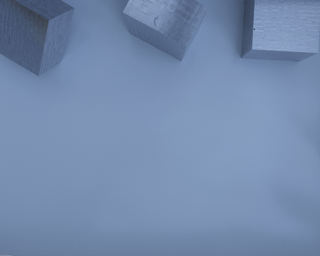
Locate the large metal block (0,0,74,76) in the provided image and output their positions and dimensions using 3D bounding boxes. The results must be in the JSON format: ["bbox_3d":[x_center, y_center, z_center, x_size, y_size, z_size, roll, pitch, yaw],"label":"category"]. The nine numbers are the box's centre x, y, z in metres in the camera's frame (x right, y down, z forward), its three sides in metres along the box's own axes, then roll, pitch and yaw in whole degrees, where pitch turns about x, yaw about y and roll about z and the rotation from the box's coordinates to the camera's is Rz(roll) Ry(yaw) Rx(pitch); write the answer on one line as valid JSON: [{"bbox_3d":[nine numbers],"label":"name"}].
[{"bbox_3d":[-0.161,-0.124,0.377,0.080,0.050,0.079,31,131,0],"label":"large metal block"}]

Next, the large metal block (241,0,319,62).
[{"bbox_3d":[0.154,-0.133,0.400,0.080,0.050,0.080,3,90,0],"label":"large metal block"}]

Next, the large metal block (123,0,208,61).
[{"bbox_3d":[0.006,-0.132,0.384,0.080,0.080,0.050,28,90,0],"label":"large metal block"}]
